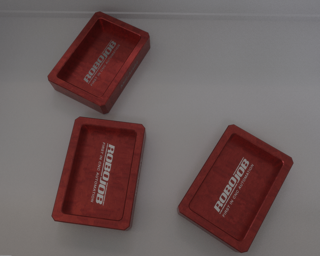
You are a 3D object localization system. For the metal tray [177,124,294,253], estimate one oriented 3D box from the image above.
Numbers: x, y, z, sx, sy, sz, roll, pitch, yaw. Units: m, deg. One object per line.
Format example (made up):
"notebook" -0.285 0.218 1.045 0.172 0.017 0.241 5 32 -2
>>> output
"metal tray" 0.092 0.071 0.381 0.090 0.030 0.130 32 73 11

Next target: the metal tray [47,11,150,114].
"metal tray" -0.083 -0.095 0.440 0.090 0.030 0.130 27 72 9

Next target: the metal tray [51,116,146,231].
"metal tray" -0.071 0.055 0.386 0.091 0.030 0.130 7 70 2
